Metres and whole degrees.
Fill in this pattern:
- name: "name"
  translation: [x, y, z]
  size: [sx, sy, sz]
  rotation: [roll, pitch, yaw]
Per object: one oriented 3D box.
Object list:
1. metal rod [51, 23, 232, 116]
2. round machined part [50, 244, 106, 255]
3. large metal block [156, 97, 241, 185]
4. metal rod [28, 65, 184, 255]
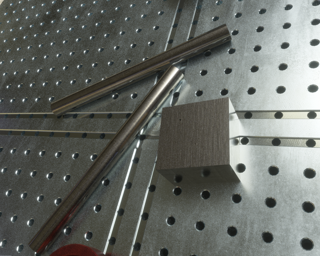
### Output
- name: "metal rod"
  translation: [-0.038, -0.084, 0.477]
  size: [0.301, 0.025, 0.025]
  rotation: [-21, 54, 15]
- name: "round machined part"
  translation: [-0.088, 0.179, 0.332]
  size: [0.098, 0.042, 0.098]
  rotation: [-13, 56, 20]
- name: "large metal block"
  translation: [0.046, 0.017, 0.357]
  size: [0.080, 0.050, 0.080]
  rotation: [-8, 58, 24]
- name: "metal rod"
  translation: [-0.066, 0.036, 0.419]
  size: [0.025, 0.025, 0.300]
  rotation: [30, 78, 37]
